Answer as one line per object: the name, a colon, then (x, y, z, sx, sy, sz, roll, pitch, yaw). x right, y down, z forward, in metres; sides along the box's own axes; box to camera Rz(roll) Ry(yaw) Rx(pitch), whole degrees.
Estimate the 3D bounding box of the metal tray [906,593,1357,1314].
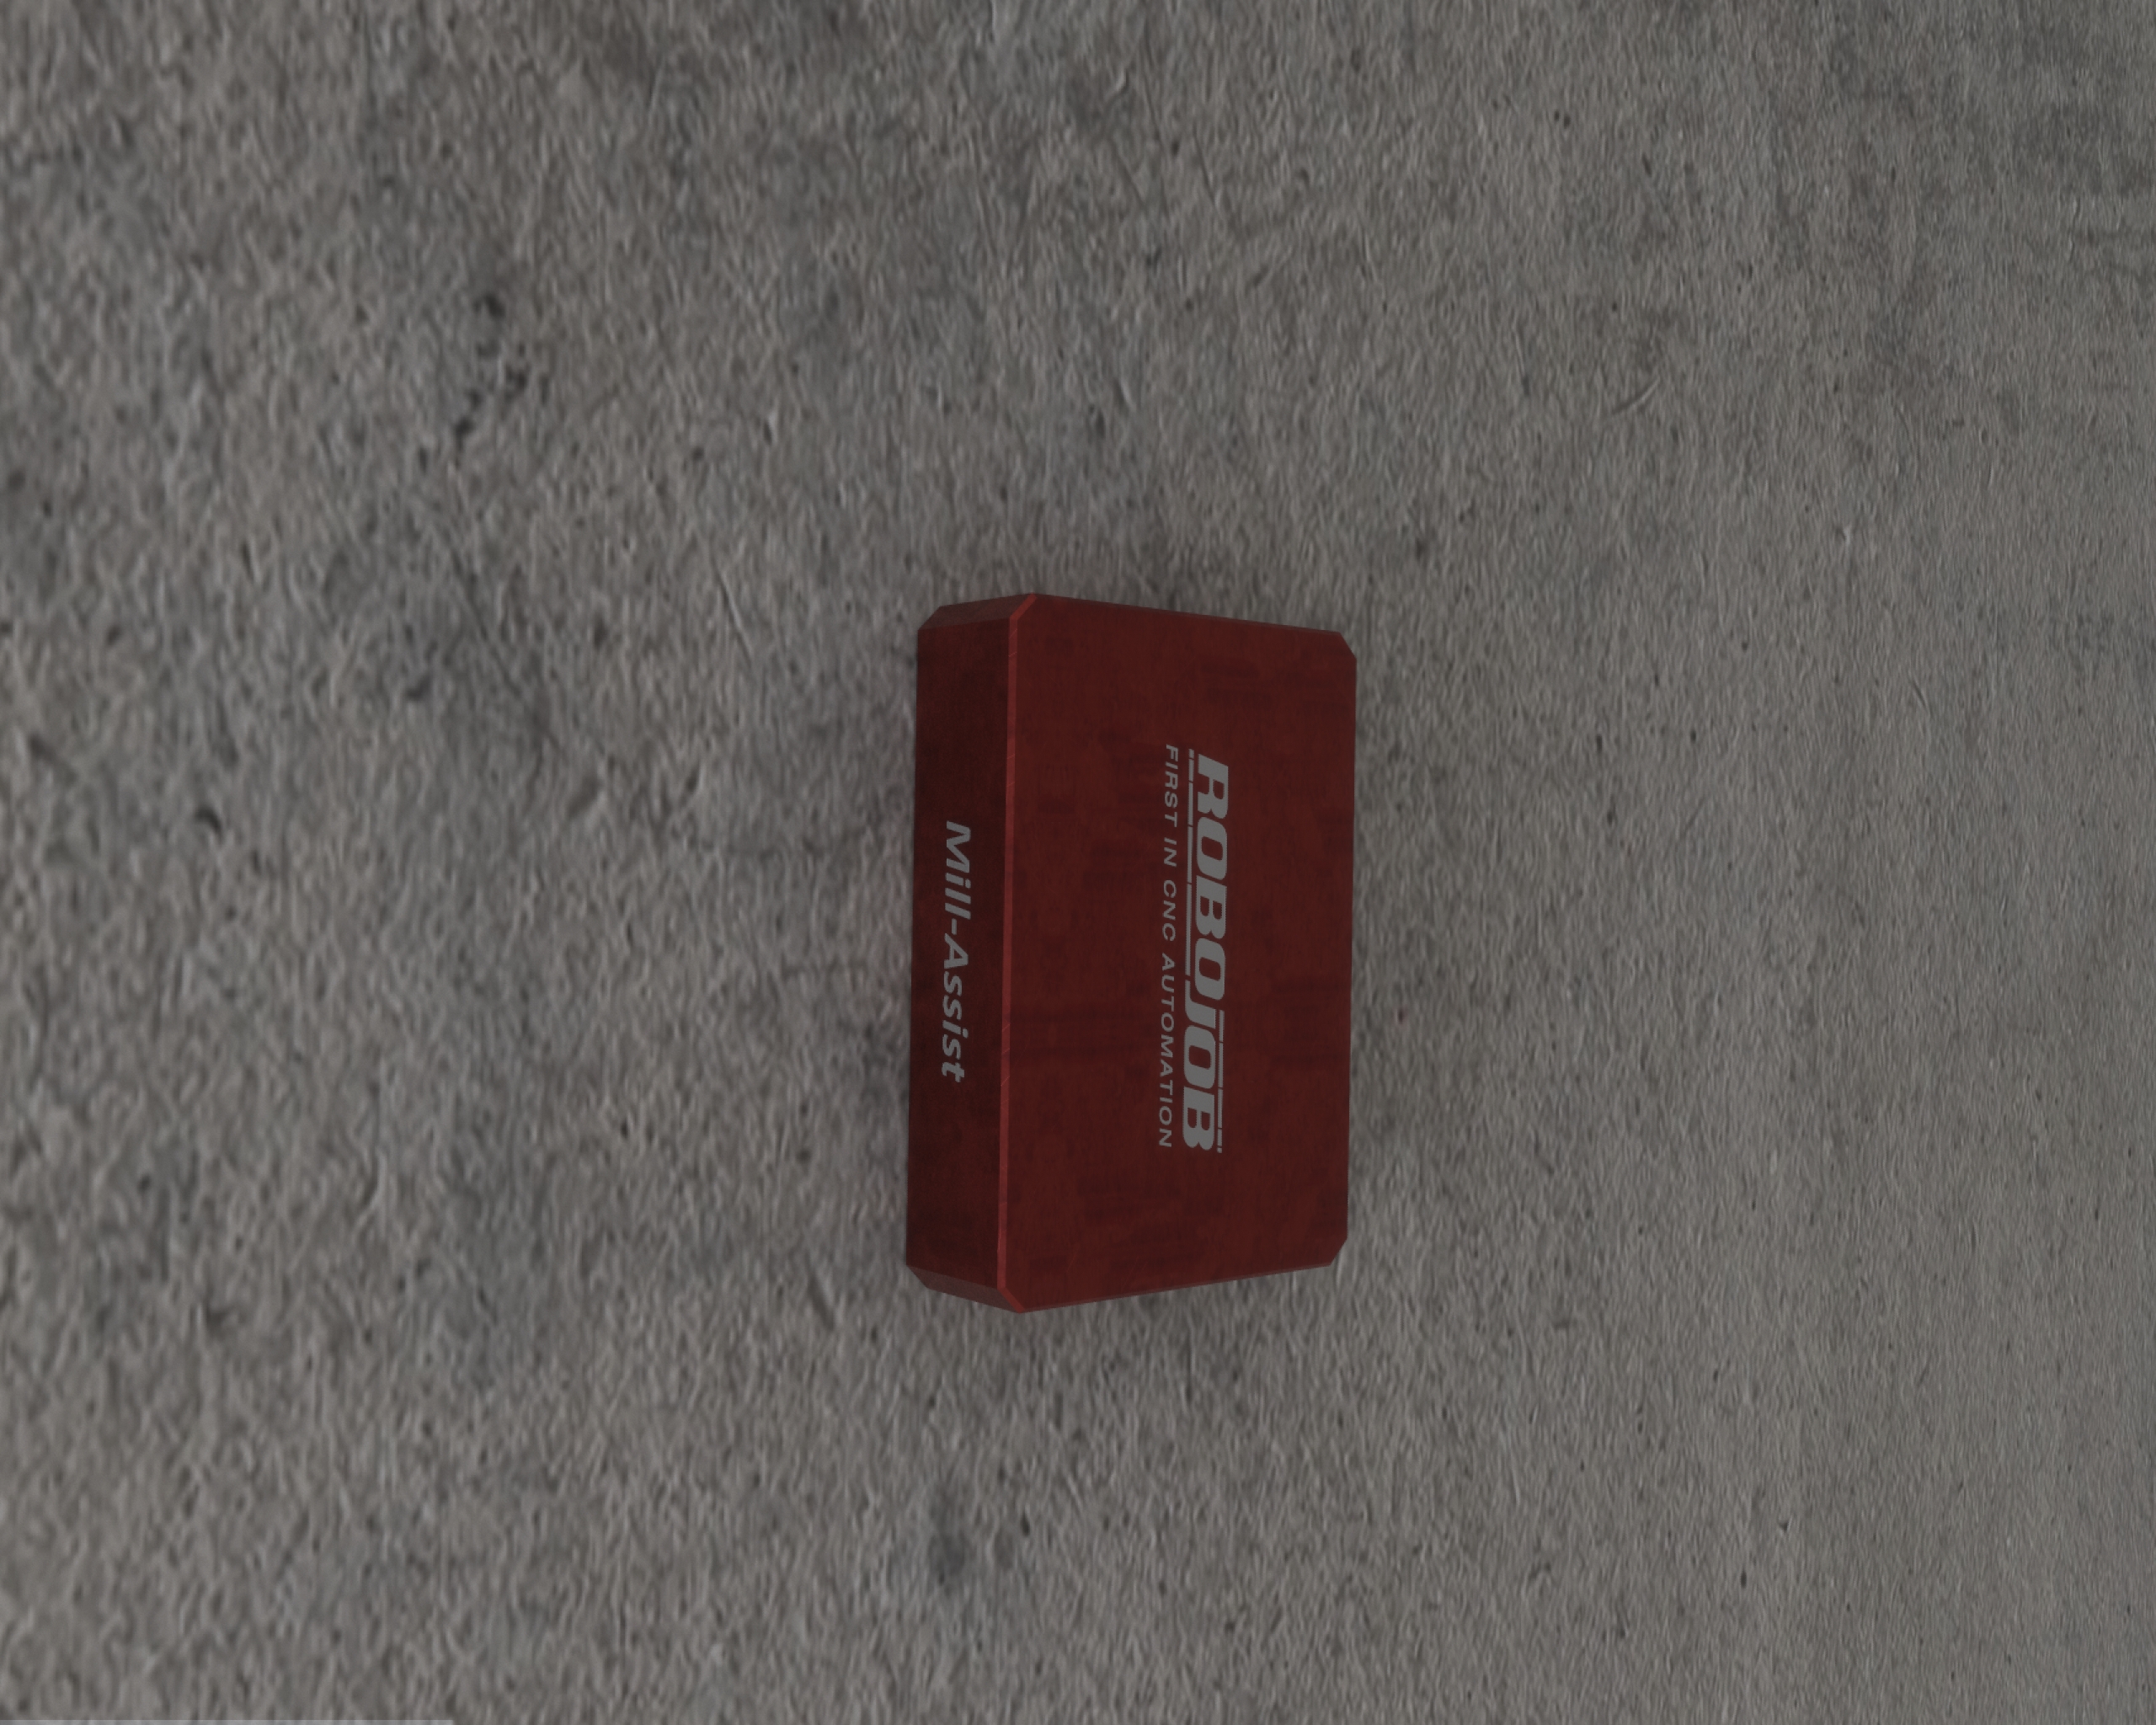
metal tray: (0.013, 0.017, 0.411, 0.091, 0.030, 0.129, 1, 89, -40)
